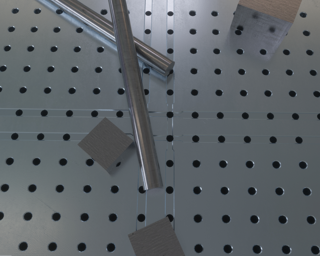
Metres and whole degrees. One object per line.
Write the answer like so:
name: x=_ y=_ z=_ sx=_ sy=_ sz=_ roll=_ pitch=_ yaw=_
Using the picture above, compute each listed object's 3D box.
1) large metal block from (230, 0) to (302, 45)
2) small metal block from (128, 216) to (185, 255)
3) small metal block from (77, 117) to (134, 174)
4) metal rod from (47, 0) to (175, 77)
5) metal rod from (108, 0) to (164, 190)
large metal block: x=0.163 y=-0.185 z=0.467 sx=0.080 sy=0.050 sz=0.080 roll=23 pitch=72 yaw=8
small metal block: x=-0.004 y=0.138 z=0.361 sx=0.050 sy=0.025 sz=0.050 roll=-23 pitch=72 yaw=-8
small metal block: x=-0.069 y=0.023 z=0.403 sx=0.050 sy=0.025 sz=0.050 roll=39 pitch=74 yaw=13
metal rod: x=-0.107 y=-0.168 z=0.472 sx=0.300 sy=0.025 sz=0.025 roll=35 pitch=74 yaw=11
metal rod: x=-0.038 y=-0.068 z=0.417 sx=0.025 sy=0.025 sz=0.299 roll=-11 pitch=77 yaw=-4
